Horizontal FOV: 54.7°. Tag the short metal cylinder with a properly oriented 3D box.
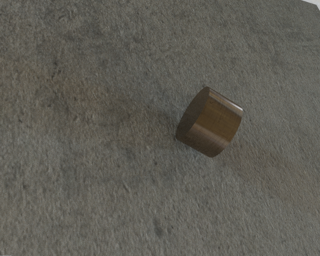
[{"bbox_3d":[0.063,-0.008,0.409,0.050,0.080,0.080,30,52,-10],"label":"short metal cylinder"}]
